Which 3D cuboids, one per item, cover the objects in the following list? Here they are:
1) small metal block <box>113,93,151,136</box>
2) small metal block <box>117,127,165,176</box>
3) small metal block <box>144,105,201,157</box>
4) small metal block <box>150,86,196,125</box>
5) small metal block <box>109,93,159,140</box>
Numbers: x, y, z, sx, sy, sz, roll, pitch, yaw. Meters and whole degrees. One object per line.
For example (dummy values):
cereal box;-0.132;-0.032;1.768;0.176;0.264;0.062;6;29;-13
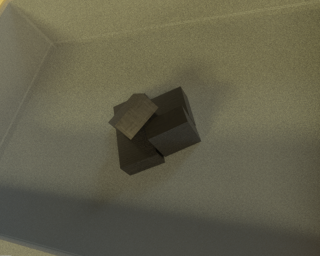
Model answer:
small metal block;-0.034;-0.013;0.428;0.050;0.025;0.050;-22;54;14
small metal block;-0.026;0.027;0.399;0.050;0.025;0.050;-22;54;14
small metal block;0.016;0.005;0.375;0.050;0.050;0.025;-25;53;12
small metal block;0.014;-0.020;0.407;0.050;0.025;0.050;-22;54;14
small metal block;-0.034;-0.016;0.382;0.050;0.025;0.050;-50;17;-8
